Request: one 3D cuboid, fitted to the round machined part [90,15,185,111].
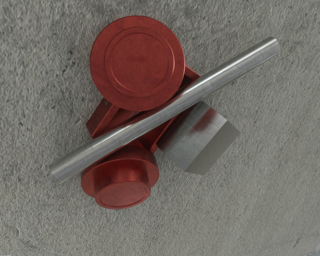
[{"bbox_3d":[-0.022,-0.066,0.318,0.099,0.042,0.097,-1,97,-8],"label":"round machined part"}]

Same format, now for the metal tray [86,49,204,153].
[{"bbox_3d":[-0.017,-0.029,0.378,0.090,0.030,0.130,27,103,-38],"label":"metal tray"}]

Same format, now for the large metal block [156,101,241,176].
[{"bbox_3d":[0.054,0.014,0.412,0.080,0.050,0.080,-51,153,7],"label":"large metal block"}]

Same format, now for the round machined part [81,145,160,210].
[{"bbox_3d":[-0.048,0.068,0.391,0.099,0.042,0.097,-9,140,-7],"label":"round machined part"}]

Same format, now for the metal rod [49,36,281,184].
[{"bbox_3d":[0.013,-0.026,0.362,0.301,0.025,0.025,-31,129,-9],"label":"metal rod"}]
